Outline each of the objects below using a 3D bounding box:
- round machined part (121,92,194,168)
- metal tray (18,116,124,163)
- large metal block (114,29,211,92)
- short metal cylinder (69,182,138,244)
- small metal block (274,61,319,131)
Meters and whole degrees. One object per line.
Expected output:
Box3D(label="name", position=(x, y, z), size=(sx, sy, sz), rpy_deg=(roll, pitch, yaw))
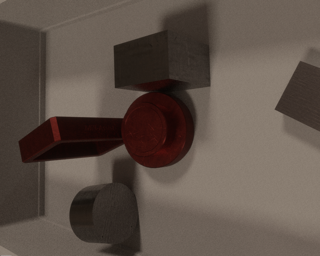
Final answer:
Box3D(label="round machined part", position=(-0.010, 0.002, 0.394), size=(0.098, 0.042, 0.097), rpy_deg=(-1, 87, 31))
Box3D(label="metal tray", position=(-0.110, 0.016, 0.426), size=(0.090, 0.131, 0.030), rpy_deg=(-27, 74, 37))
Box3D(label="large metal block", position=(0.003, -0.073, 0.367), size=(0.080, 0.081, 0.050), rpy_deg=(-3, 88, 39))
Box3D(label="short metal cylinder", position=(-0.077, 0.119, 0.432), size=(0.050, 0.081, 0.080), rpy_deg=(-15, 81, 39))
Box3D(label="small metal block", position=(0.145, -0.028, 0.287), size=(0.050, 0.025, 0.050), rpy_deg=(34, 111, 34))
